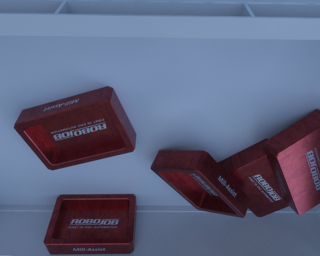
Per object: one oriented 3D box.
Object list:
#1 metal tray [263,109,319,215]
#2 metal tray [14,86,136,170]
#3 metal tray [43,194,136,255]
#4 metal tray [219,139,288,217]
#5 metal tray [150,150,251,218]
[{"bbox_3d":[0.203,0.050,0.423,0.090,0.030,0.130,-32,121,-1],"label":"metal tray"},{"bbox_3d":[-0.107,0.004,0.408,0.130,0.030,0.090,-14,129,11],"label":"metal tray"},{"bbox_3d":[-0.105,0.151,0.493,0.131,0.090,0.030,0,130,0],"label":"metal tray"},{"bbox_3d":[0.159,0.082,0.477,0.090,0.030,0.130,-32,124,24],"label":"metal tray"},{"bbox_3d":[0.059,0.081,0.447,0.090,0.030,0.130,-5,139,46],"label":"metal tray"}]
